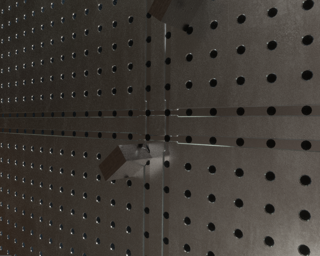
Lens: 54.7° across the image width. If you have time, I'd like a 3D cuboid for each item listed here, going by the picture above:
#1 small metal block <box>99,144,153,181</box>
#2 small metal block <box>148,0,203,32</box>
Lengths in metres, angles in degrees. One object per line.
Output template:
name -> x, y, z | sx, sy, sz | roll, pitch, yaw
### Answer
small metal block -> -0.048, 0.047, 0.430 | 0.050, 0.050, 0.025 | -45, 64, 31
small metal block -> 0.021, -0.150, 0.374 | 0.025, 0.050, 0.050 | 45, 117, 30
